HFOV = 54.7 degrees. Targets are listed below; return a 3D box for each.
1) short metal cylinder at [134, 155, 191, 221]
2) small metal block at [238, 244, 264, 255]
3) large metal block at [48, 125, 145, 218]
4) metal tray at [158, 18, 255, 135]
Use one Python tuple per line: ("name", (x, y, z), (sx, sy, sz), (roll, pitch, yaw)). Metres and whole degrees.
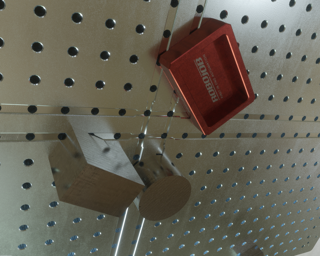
("short metal cylinder", (-0.002, 0.086, 0.447), (0.081, 0.050, 0.079), (-14, 124, -21))
("small metal block", (0.212, 0.305, 0.716), (0.050, 0.025, 0.050), (-27, 128, -11))
("large metal block", (-0.076, 0.051, 0.366), (0.080, 0.080, 0.050), (30, 102, -38))
("metal tray", (0.066, -0.062, 0.405), (0.090, 0.030, 0.130), (-37, 129, -4))
